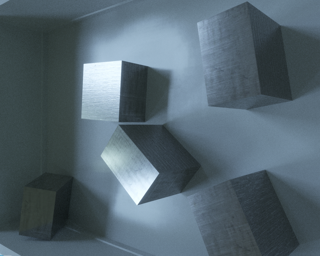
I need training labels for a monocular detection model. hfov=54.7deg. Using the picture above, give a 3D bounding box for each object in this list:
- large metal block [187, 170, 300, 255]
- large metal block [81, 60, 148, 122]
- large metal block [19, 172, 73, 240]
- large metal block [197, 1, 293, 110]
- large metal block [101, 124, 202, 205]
[{"bbox_3d":[0.083,0.091,0.303,0.050,0.081,0.080,-32,70,35],"label":"large metal block"},{"bbox_3d":[-0.066,-0.051,0.445,0.080,0.050,0.079,6,94,40],"label":"large metal block"},{"bbox_3d":[-0.187,0.127,0.517,0.050,0.080,0.079,9,98,1],"label":"large metal block"},{"bbox_3d":[0.084,-0.063,0.301,0.050,0.081,0.080,-11,83,39],"label":"large metal block"},{"bbox_3d":[-0.011,0.040,0.380,0.080,0.081,0.050,47,118,30],"label":"large metal block"}]
